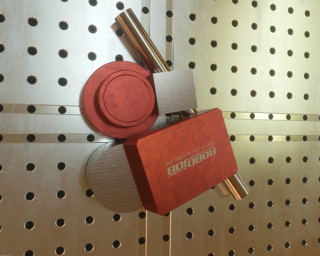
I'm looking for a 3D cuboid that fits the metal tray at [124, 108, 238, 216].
[{"bbox_3d":[0.030,0.036,0.377,0.131,0.030,0.089,-21,98,-32],"label":"metal tray"}]

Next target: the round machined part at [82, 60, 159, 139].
[{"bbox_3d":[-0.044,-0.035,0.382,0.099,0.042,0.097,0,90,-19],"label":"round machined part"}]

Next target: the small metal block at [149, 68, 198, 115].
[{"bbox_3d":[0.016,-0.046,0.390,0.050,0.025,0.050,-10,96,-15],"label":"small metal block"}]

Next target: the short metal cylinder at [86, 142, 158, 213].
[{"bbox_3d":[-0.047,0.057,0.378,0.081,0.050,0.079,0,90,-20],"label":"short metal cylinder"}]

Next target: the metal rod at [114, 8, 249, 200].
[{"bbox_3d":[0.036,-0.024,0.422,0.025,0.025,0.299,-38,102,-16],"label":"metal rod"}]
